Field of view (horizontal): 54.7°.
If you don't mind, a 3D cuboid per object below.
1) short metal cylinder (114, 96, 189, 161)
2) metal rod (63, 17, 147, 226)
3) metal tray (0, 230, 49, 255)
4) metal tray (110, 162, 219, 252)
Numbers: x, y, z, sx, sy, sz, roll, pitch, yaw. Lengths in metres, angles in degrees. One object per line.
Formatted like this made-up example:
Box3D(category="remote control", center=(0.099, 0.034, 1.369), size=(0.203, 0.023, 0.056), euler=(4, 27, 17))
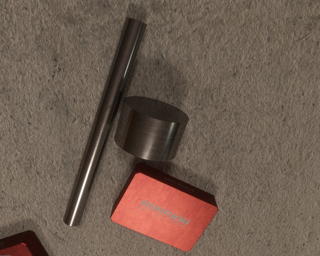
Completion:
Box3D(category="short metal cylinder", center=(-0.011, -0.001, 0.380), size=(0.080, 0.080, 0.050), euler=(16, 109, -6))
Box3D(category="metal rod", center=(-0.079, 0.005, 0.410), size=(0.025, 0.025, 0.298), euler=(19, 109, -7))
Box3D(category="metal tray", center=(-0.243, 0.221, 0.484), size=(0.131, 0.030, 0.090), euler=(-19, 109, 6))
Box3D(category="metal tray", center=(0.006, 0.116, 0.450), size=(0.131, 0.030, 0.089), euler=(26, 108, -10))
